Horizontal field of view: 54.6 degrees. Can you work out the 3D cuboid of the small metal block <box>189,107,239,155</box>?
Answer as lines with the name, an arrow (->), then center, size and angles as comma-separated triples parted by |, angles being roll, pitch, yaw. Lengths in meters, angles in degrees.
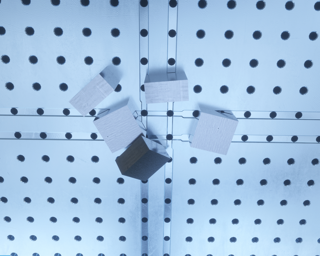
small metal block -> 0.071, 0.004, 0.415 | 0.050, 0.025, 0.050 | 13, 110, -5

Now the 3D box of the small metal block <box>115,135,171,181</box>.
small metal block -> -0.022, 0.042, 0.415 | 0.050, 0.025, 0.050 | -43, 143, 14

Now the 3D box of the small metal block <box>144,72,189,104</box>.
small metal block -> 0.008, -0.050, 0.382 | 0.050, 0.050, 0.025 | -4, 110, 1

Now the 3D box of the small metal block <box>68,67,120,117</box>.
small metal block -> -0.079, -0.046, 0.383 | 0.050, 0.050, 0.025 | -39, 106, 13

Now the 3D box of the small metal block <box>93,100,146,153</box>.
small metal block -> -0.052, -0.002, 0.412 | 0.050, 0.025, 0.050 | -25, 108, 9
